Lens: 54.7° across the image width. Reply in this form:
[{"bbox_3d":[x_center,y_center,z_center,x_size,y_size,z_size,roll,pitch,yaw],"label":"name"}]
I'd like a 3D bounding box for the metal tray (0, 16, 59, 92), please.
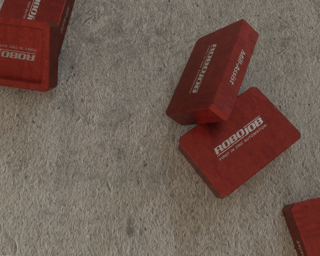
[{"bbox_3d":[-0.206,-0.103,0.416,0.131,0.030,0.089,8,107,3],"label":"metal tray"}]

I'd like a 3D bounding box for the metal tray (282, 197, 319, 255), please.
[{"bbox_3d":[0.209,0.143,0.354,0.091,0.030,0.130,-12,70,-5],"label":"metal tray"}]

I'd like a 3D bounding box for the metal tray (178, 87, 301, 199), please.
[{"bbox_3d":[0.100,0.017,0.400,0.131,0.030,0.090,-35,74,-12],"label":"metal tray"}]

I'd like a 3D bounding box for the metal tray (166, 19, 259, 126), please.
[{"bbox_3d":[0.066,-0.069,0.399,0.030,0.090,0.130,34,69,-27],"label":"metal tray"}]

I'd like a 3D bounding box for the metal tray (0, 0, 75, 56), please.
[{"bbox_3d":[-0.187,-0.168,0.465,0.091,0.030,0.130,7,70,2],"label":"metal tray"}]
